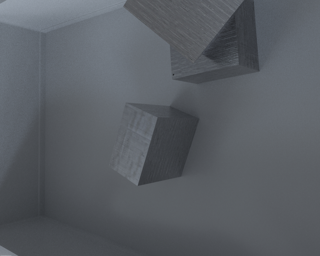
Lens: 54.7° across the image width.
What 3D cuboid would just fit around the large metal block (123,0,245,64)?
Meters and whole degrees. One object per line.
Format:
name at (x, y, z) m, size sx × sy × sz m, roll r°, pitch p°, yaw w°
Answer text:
large metal block at (0.028, -0.119, 0.279) m, size 0.080 × 0.050 × 0.080 m, roll 39°, pitch 118°, yaw -1°

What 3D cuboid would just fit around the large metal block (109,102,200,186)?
large metal block at (-0.006, 0.017, 0.374) m, size 0.050 × 0.081 × 0.079 m, roll 26°, pitch 107°, yaw 36°

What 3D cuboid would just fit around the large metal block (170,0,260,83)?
large metal block at (0.058, -0.097, 0.341) m, size 0.080 × 0.050 × 0.080 m, roll -6°, pitch 86°, yaw 39°
